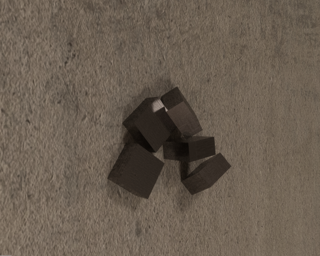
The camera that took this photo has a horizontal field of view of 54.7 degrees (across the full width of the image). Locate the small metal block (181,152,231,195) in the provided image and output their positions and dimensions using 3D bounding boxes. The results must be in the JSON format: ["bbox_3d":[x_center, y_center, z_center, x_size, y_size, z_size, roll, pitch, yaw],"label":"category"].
[{"bbox_3d":[0.066,0.066,0.442,0.050,0.050,0.025,-35,85,-34],"label":"small metal block"}]

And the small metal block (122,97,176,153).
[{"bbox_3d":[-0.012,-0.004,0.397,0.050,0.025,0.050,-50,120,-28],"label":"small metal block"}]

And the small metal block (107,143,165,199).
[{"bbox_3d":[-0.029,0.053,0.383,0.050,0.025,0.050,40,66,-33],"label":"small metal block"}]

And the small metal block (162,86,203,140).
[{"bbox_3d":[0.029,-0.021,0.412,0.025,0.050,0.050,-32,118,10],"label":"small metal block"}]

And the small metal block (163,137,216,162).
[{"bbox_3d":[0.040,0.027,0.424,0.050,0.050,0.025,-10,97,-40],"label":"small metal block"}]
